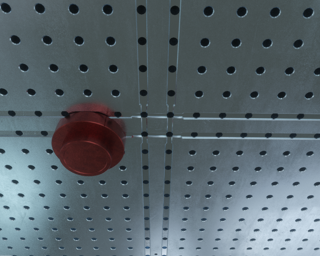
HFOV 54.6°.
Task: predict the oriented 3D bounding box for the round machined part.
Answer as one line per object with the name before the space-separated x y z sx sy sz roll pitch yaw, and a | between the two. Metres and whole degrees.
round machined part | -0.098 0.028 0.424 0.099 0.042 0.097 0 130 0
